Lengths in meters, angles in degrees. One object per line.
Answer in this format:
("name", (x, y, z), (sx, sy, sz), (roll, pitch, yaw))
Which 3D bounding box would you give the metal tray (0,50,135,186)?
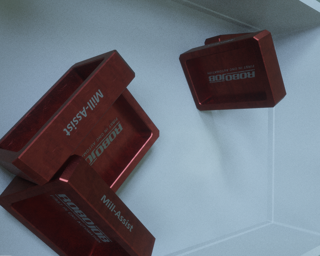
("metal tray", (-0.091, -0.013, 0.288), (0.030, 0.090, 0.130), (50, 60, -29))

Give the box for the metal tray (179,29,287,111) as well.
("metal tray", (0.093, -0.072, 0.419), (0.030, 0.130, 0.090), (-35, 112, -35))

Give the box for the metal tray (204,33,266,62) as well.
("metal tray", (0.134, -0.110, 0.518), (0.131, 0.030, 0.089), (-18, 101, -39))

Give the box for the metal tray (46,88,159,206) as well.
("metal tray", (-0.067, 0.020, 0.348), (0.130, 0.030, 0.090), (-52, 121, -27))

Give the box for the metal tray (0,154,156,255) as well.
("metal tray", (-0.076, 0.091, 0.299), (0.130, 0.090, 0.030), (55, 30, -26))
